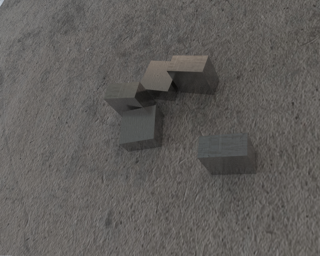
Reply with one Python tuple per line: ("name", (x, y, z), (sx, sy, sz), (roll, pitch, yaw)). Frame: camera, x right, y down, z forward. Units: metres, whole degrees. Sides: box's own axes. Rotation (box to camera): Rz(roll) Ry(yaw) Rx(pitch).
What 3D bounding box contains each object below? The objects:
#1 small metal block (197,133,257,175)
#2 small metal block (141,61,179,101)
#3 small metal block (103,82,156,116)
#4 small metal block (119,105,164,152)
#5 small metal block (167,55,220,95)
("small metal block", (0.073, 0.029, 0.331), (0.050, 0.050, 0.025), (-6, 60, 25))
("small metal block", (0.004, -0.068, 0.444), (0.050, 0.025, 0.050), (10, 67, 32))
("small metal block", (-0.041, -0.038, 0.433), (0.050, 0.050, 0.025), (0, 62, 28))
("small metal block", (-0.024, 0.001, 0.416), (0.050, 0.025, 0.050), (-10, 58, 22))
("small metal block", (0.044, -0.069, 0.407), (0.050, 0.050, 0.025), (8, 66, 32))
